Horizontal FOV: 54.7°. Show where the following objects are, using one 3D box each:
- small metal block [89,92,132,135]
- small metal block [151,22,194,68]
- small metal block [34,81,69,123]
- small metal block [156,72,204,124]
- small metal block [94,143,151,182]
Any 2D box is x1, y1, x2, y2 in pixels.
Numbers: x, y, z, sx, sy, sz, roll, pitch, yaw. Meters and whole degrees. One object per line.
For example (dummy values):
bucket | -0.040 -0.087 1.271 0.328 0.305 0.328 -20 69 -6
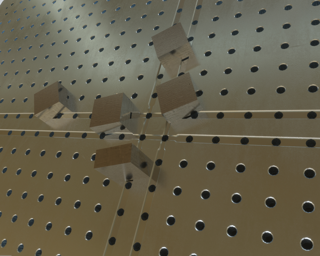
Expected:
small metal block | -0.072 -0.020 0.457 0.050 0.025 0.050 -10 57 22
small metal block | 0.019 -0.127 0.475 0.050 0.025 0.050 -24 53 13
small metal block | -0.187 -0.045 0.531 0.050 0.025 0.050 -26 53 11
small metal block | 0.026 -0.041 0.419 0.050 0.025 0.050 -22 54 14
small metal block | -0.046 0.045 0.387 0.050 0.050 0.025 -12 57 21
